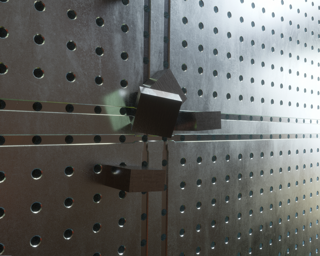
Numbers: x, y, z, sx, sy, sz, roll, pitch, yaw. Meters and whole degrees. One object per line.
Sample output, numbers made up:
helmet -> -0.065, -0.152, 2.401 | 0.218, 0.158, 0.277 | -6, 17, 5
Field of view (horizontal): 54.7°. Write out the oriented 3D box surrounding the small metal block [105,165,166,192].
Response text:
small metal block -> -0.030, 0.060, 0.370 | 0.050, 0.050, 0.025 | 8, 85, -40

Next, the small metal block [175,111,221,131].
small metal block -> 0.050, -0.010, 0.438 | 0.050, 0.050, 0.025 | -4, 93, -40

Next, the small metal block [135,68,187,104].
small metal block -> 0.002, -0.043, 0.413 | 0.050, 0.025, 0.050 | -48, 119, -30

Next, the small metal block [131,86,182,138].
small metal block -> -0.006, -0.019, 0.381 | 0.050, 0.025, 0.050 | 11, 113, -13
